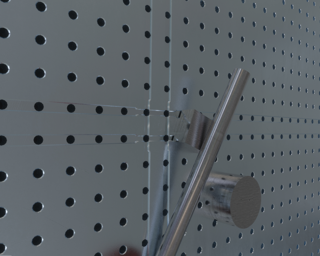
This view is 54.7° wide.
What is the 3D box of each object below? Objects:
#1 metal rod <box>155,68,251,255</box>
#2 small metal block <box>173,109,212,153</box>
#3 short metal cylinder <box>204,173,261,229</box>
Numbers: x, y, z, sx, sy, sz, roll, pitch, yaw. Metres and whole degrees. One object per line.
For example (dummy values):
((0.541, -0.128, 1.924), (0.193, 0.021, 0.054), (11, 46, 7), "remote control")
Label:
((0.059, 0.054, 0.431), (0.025, 0.025, 0.299), (30, 80, -36), "metal rod")
((0.051, 0.006, 0.453), (0.050, 0.025, 0.050), (28, 73, -37), "small metal block")
((0.116, 0.113, 0.491), (0.081, 0.050, 0.079), (0, 90, -40), "short metal cylinder")
